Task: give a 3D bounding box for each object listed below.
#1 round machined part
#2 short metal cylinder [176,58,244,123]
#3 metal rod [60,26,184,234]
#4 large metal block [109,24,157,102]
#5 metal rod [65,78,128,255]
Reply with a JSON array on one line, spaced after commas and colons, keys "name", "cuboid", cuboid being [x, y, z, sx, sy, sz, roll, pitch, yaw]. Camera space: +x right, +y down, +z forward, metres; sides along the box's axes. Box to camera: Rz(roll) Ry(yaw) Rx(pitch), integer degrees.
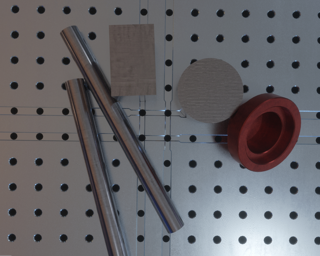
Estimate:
[{"name": "round machined part", "cuboid": [0.126, 0.003, 0.392, 0.099, 0.042, 0.097, -10, 114, -23]}, {"name": "short metal cylinder", "cuboid": [0.061, -0.046, 0.402, 0.081, 0.050, 0.079, 0, 90, -1]}, {"name": "metal rod", "cuboid": [-0.050, 0.002, 0.412, 0.025, 0.025, 0.299, -28, 90, 0]}, {"name": "large metal block", "cuboid": [-0.031, -0.076, 0.385, 0.050, 0.080, 0.079, -2, 90, 0]}, {"name": "metal rod", "cuboid": [-0.077, 0.082, 0.412, 0.025, 0.025, 0.298, -14, 90, 0]}]
